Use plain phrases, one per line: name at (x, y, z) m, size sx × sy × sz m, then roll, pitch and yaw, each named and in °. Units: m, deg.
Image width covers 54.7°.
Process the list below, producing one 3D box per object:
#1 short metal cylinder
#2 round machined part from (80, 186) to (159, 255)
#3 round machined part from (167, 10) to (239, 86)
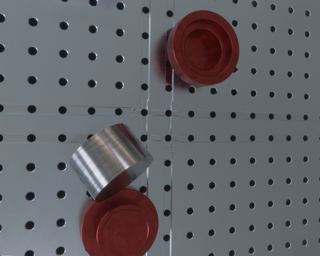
short metal cylinder at (-0.055, 0.040, 0.356) m, size 0.080 × 0.080 × 0.050 m, roll -35°, pitch 74°, yaw -16°
round machined part at (-0.047, 0.124, 0.386) m, size 0.099 × 0.042 × 0.097 m, roll 0°, pitch 90°, yaw -20°
round machined part at (0.055, -0.105, 0.423) m, size 0.099 × 0.042 × 0.097 m, roll 0°, pitch 90°, yaw -20°
